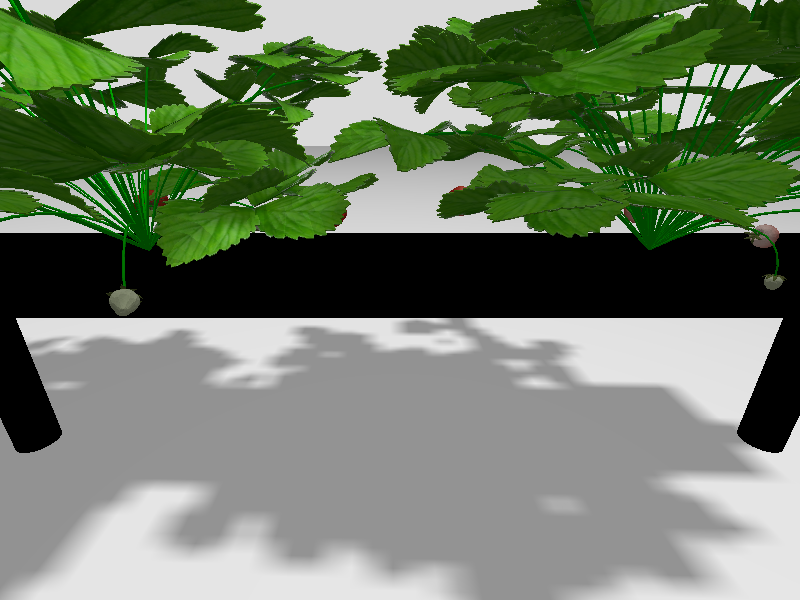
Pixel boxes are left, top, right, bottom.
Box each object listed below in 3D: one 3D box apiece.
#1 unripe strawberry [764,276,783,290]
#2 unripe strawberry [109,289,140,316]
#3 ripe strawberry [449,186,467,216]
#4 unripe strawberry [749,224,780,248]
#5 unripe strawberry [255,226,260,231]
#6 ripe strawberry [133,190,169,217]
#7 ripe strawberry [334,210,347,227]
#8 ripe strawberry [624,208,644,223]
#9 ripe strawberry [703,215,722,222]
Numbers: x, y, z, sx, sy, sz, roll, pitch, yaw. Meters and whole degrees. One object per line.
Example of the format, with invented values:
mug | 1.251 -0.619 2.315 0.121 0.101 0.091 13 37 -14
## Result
unripe strawberry | 0.242 -0.011 0.260 0.009 0.010 0.010 -4 23 -9
unripe strawberry | -0.158 0.002 0.230 0.015 0.015 0.016 -11 44 -24
ripe strawberry | 0.074 -0.127 0.510 0.036 0.038 0.039 -19 29 -38
unripe strawberry | 0.336 -0.059 0.368 0.021 0.021 0.020 4 22 -8
unripe strawberry | -0.149 -0.081 0.425 0.016 0.016 0.017 -20 30 -40
ripe strawberry | -0.304 -0.119 0.491 0.038 0.033 0.038 -12 25 -26
ripe strawberry | -0.073 -0.094 0.434 0.032 0.033 0.029 -12 26 -28
ripe strawberry | 0.279 -0.106 0.471 0.028 0.029 0.030 10 24 22
ripe strawberry | 0.370 -0.104 0.462 0.034 0.029 0.034 12 10 -43
